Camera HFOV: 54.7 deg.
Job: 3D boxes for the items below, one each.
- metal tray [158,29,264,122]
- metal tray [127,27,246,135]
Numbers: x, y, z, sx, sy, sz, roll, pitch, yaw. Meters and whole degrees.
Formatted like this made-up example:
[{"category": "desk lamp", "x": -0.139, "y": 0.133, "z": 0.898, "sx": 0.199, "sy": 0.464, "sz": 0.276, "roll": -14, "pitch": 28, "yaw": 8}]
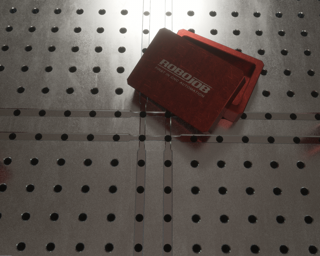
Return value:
[{"category": "metal tray", "x": 0.068, "y": -0.076, "z": 0.437, "sx": 0.130, "sy": 0.030, "sz": 0.090, "roll": 25, "pitch": 72, "yaw": 8}, {"category": "metal tray", "x": 0.033, "y": -0.062, "z": 0.406, "sx": 0.130, "sy": 0.030, "sz": 0.090, "roll": 34, "pitch": 93, "yaw": 18}]
